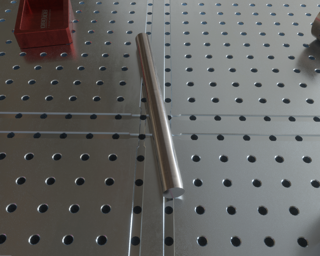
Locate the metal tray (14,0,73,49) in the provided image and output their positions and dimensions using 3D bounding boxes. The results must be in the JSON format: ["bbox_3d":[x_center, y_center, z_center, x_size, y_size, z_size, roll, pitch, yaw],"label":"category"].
[{"bbox_3d":[-0.211,-0.201,0.570,0.091,0.030,0.130,-8,51,-7],"label":"metal tray"}]

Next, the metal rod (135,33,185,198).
[{"bbox_3d":[-0.007,-0.041,0.441,0.025,0.025,0.300,-6,50,-6],"label":"metal rod"}]

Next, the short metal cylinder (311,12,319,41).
[{"bbox_3d":[0.308,-0.176,0.524,0.081,0.080,0.050,-21,54,-17],"label":"short metal cylinder"}]
